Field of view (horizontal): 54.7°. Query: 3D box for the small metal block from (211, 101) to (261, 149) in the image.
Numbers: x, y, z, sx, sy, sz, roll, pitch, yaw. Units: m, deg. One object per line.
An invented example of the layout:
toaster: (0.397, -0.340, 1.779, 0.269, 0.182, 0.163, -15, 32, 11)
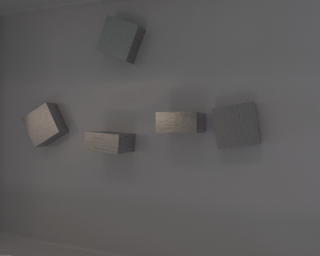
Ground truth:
small metal block: (0.093, -0.003, 0.377, 0.050, 0.025, 0.050, -9, 87, 19)

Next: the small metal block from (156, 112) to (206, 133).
small metal block: (0.027, -0.007, 0.388, 0.050, 0.050, 0.025, 0, 90, 20)

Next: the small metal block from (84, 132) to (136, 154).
small metal block: (-0.067, 0.019, 0.421, 0.050, 0.050, 0.025, 5, 92, 20)

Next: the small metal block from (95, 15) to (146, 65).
small metal block: (-0.055, -0.122, 0.430, 0.050, 0.025, 0.050, 24, 98, 18)

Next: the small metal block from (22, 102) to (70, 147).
small metal block: (-0.174, -0.005, 0.472, 0.050, 0.025, 0.050, -30, 81, 17)
